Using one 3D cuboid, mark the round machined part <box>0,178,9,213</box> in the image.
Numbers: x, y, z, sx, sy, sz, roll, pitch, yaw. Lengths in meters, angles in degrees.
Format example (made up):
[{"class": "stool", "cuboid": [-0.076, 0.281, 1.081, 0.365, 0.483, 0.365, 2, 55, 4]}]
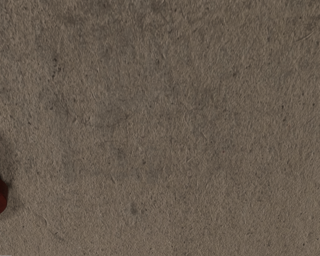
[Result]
[{"class": "round machined part", "cuboid": [-0.257, 0.084, 0.414, 0.099, 0.042, 0.097, -10, 139, -9]}]
